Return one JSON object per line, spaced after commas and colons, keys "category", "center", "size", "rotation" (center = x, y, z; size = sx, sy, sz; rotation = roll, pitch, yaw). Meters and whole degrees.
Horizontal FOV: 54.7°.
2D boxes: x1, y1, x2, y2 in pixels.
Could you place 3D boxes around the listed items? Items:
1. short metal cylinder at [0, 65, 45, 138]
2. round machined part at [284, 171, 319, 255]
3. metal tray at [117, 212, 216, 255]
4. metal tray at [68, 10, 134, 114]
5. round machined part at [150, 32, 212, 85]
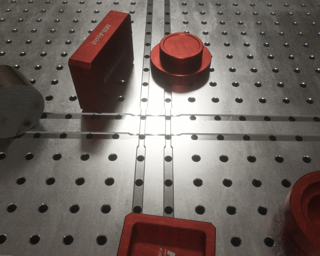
{"category": "short metal cylinder", "center": [-0.199, -0.034, 0.398], "size": [0.080, 0.080, 0.050], "rotation": [-34, 58, -25]}
{"category": "round machined part", "center": [0.178, 0.096, 0.318], "size": [0.099, 0.042, 0.098], "rotation": [0, 50, 0]}
{"category": "metal tray", "center": [0.002, 0.148, 0.280], "size": [0.091, 0.030, 0.130], "rotation": [6, 50, 5]}
{"category": "metal tray", "center": [-0.078, -0.096, 0.444], "size": [0.030, 0.089, 0.130], "rotation": [15, 52, 12]}
{"category": "round machined part", "center": [0.033, -0.116, 0.495], "size": [0.099, 0.042, 0.098], "rotation": [0, 50, 0]}
